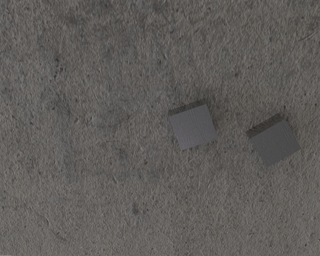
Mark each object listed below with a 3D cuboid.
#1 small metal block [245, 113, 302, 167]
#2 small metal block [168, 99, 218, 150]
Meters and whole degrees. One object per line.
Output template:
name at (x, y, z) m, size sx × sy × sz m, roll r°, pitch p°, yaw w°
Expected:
small metal block at (0.152, 0.016, 0.417) m, size 0.050 × 0.025 × 0.050 m, roll -32°, pitch 107°, yaw 11°
small metal block at (0.043, -0.005, 0.408) m, size 0.050 × 0.025 × 0.050 m, roll -19°, pitch 109°, yaw 6°
